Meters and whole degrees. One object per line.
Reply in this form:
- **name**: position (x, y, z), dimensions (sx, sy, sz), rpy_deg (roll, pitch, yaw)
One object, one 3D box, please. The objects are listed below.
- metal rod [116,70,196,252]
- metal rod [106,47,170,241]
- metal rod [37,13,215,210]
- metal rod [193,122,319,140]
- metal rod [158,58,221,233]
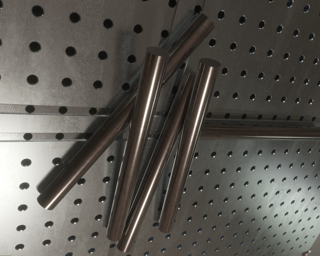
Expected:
- **metal rod**: position (-0.007, 0.061, 0.446), dimensions (0.025, 0.025, 0.298), rpy_deg (8, 115, -32)
- **metal rod**: position (-0.036, 0.043, 0.396), dimensions (0.025, 0.025, 0.298), rpy_deg (-3, 127, -27)
- **metal rod**: position (-0.044, -0.016, 0.378), dimensions (0.300, 0.025, 0.025), rpy_deg (-48, 129, 5)
- **metal rod**: position (0.172, 0.007, 0.512), dimensions (0.303, 0.025, 0.025), rpy_deg (2, 118, -30)
- **metal rod**: position (0.033, 0.046, 0.438), dimensions (0.025, 0.025, 0.298), rpy_deg (-7, 128, -25)
